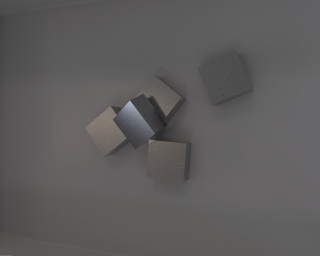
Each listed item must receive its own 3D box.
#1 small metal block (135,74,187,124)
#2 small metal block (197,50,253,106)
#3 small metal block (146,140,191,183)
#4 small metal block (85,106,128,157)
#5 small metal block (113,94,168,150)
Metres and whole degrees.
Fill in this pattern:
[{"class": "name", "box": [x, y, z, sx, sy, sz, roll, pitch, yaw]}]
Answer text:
[{"class": "small metal block", "box": [-0.002, -0.035, 0.411, 0.050, 0.025, 0.050, 41, 103, 15]}, {"class": "small metal block", "box": [0.081, -0.060, 0.382, 0.050, 0.025, 0.050, -23, 83, 18]}, {"class": "small metal block", "box": [0.012, 0.042, 0.406, 0.050, 0.025, 0.050, 5, 92, 20]}, {"class": "small metal block", "box": [-0.068, 0.005, 0.434, 0.050, 0.025, 0.050, -39, 78, 16]}, {"class": "small metal block", "box": [-0.026, -0.007, 0.396, 0.050, 0.025, 0.050, 53, 137, 3]}]
